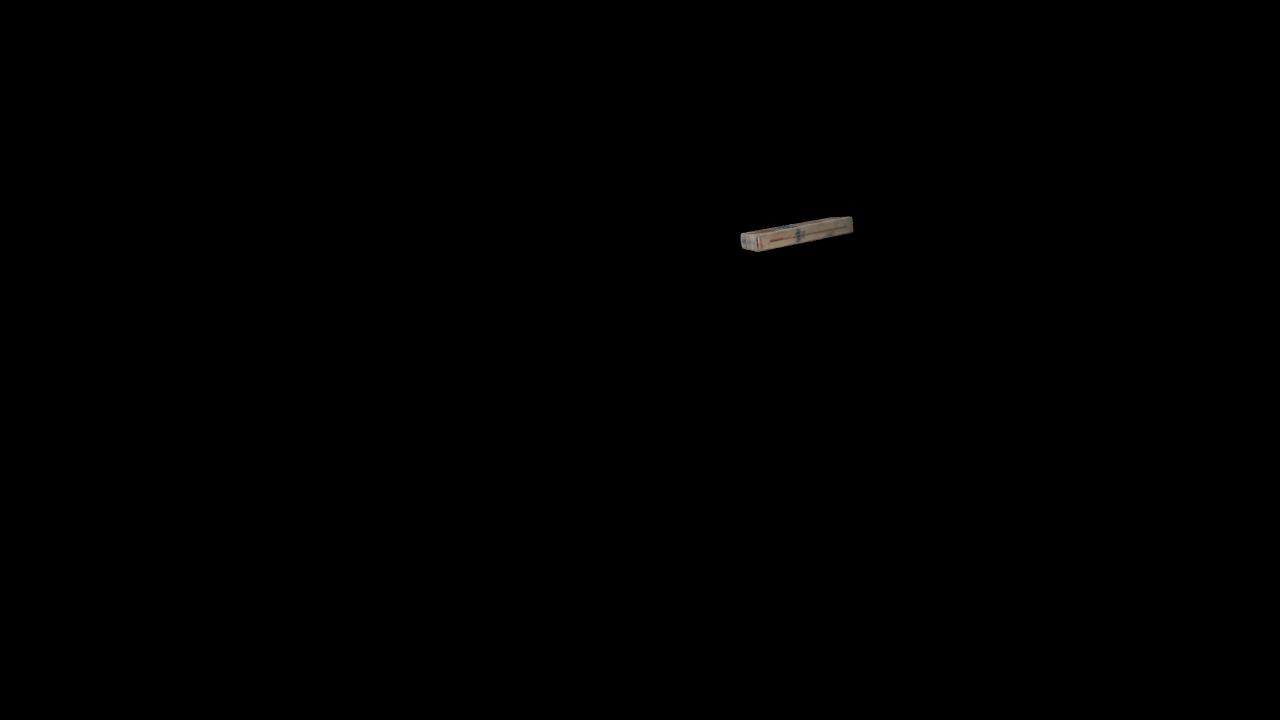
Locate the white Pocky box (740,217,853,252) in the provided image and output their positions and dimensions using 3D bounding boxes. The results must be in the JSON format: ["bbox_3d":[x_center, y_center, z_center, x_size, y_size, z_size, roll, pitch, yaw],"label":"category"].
[{"bbox_3d":[0.243,-0.197,0.961,0.154,0.028,0.084,-12,14,-5],"label":"white Pocky box"}]
